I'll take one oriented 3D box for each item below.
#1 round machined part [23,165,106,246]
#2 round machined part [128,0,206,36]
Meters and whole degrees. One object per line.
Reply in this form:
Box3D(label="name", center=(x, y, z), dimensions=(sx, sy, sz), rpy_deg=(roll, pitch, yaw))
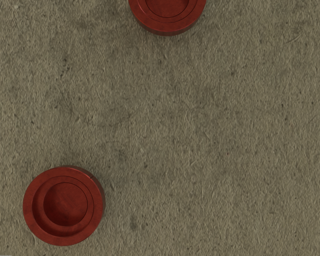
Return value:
Box3D(label="round machined part", center=(-0.119, 0.096, 0.400), dimensions=(0.099, 0.042, 0.097), rpy_deg=(0, 90, 0))
Box3D(label="round machined part", center=(0.009, -0.167, 0.401), dimensions=(0.099, 0.042, 0.097), rpy_deg=(0, 90, 0))
